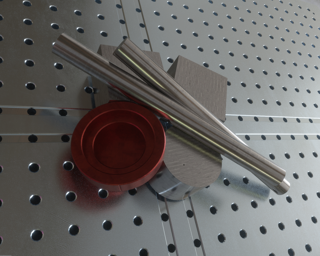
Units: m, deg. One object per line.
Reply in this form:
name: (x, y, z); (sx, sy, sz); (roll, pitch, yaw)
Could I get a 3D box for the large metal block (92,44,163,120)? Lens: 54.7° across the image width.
large metal block: (-0.039, -0.054, 0.396); (0.081, 0.050, 0.080); (1, 61, -28)

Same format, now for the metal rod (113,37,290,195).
metal rod: (0.066, -0.002, 0.392); (0.301, 0.025, 0.025); (39, 50, -21)

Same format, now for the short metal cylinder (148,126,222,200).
short metal cylinder: (0.027, 0.041, 0.376); (0.081, 0.050, 0.080); (14, 56, -21)

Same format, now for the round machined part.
round machined part: (-0.044, 0.023, 0.341); (0.099, 0.042, 0.098); (1, 61, -1)

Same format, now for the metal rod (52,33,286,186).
metal rod: (0.019, -0.015, 0.357); (0.301, 0.025, 0.025); (31, 52, -10)

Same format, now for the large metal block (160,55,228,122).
large metal block: (0.046, -0.044, 0.437); (0.080, 0.050, 0.080); (22, 54, -15)
